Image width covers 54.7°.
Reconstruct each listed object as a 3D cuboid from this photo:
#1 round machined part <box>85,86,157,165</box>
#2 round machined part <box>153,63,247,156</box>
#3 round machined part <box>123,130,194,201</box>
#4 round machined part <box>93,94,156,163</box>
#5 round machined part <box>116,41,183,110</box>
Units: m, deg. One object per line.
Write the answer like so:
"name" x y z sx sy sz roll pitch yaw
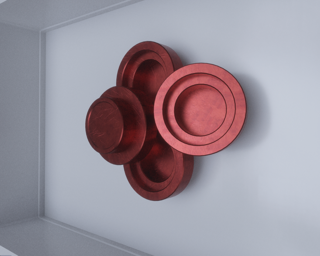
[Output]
"round machined part" -0.054 -0.003 0.379 0.098 0.042 0.097 0 90 39
"round machined part" 0.046 -0.019 0.340 0.098 0.042 0.097 -1 87 19
"round machined part" 0.002 0.039 0.390 0.098 0.042 0.097 0 90 39
"round machined part" -0.056 0.000 0.435 0.098 0.042 0.097 0 90 39
"round machined part" -0.008 -0.058 0.398 0.098 0.042 0.097 0 90 39
